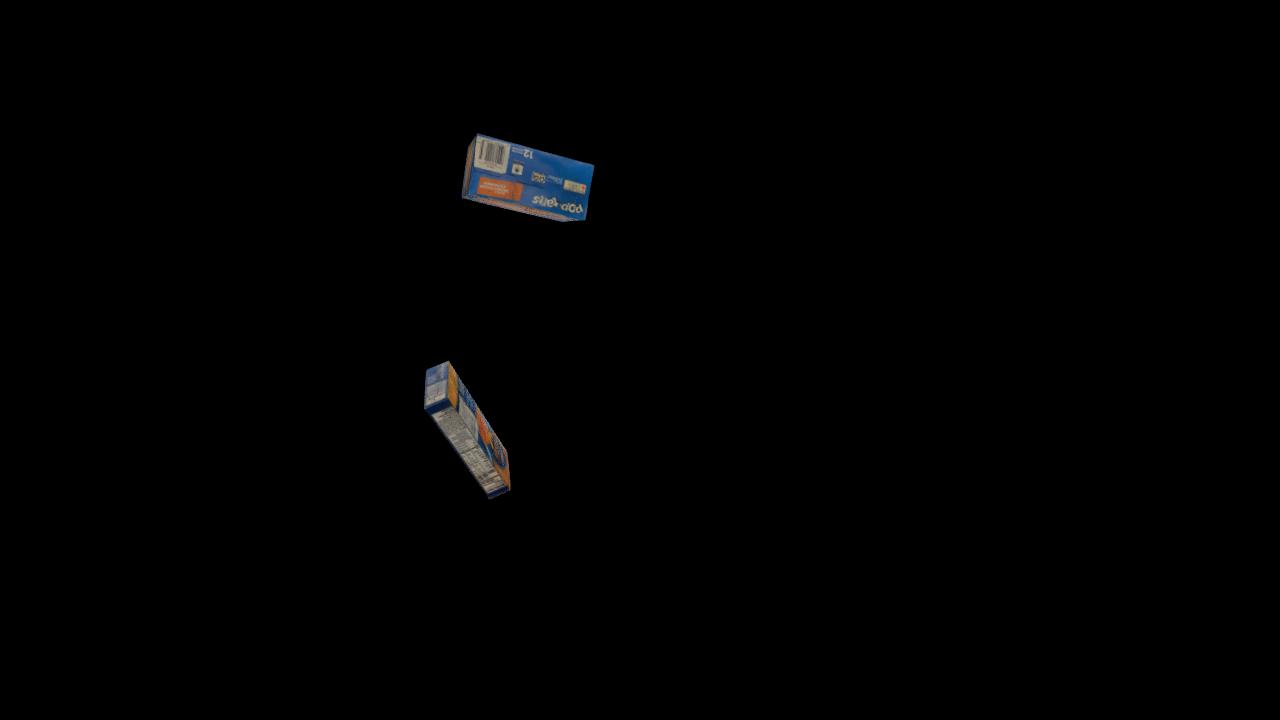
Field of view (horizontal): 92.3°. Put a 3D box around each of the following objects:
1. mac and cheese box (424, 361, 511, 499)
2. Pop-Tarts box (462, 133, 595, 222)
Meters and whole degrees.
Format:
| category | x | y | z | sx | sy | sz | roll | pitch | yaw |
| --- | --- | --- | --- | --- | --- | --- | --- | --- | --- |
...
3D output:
| category | x | y | z | sx | sy | sz | roll | pitch | yaw |
| --- | --- | --- | --- | --- | --- | --- | --- | --- | --- |
| mac and cheese box | -0.239 | 0.100 | 0.861 | 0.041 | 0.184 | 0.093 | -24 | 36 | -2 |
| Pop-Tarts box | -0.169 | -0.261 | 0.906 | 0.167 | 0.083 | 0.141 | 9 | 8 | -22 |
